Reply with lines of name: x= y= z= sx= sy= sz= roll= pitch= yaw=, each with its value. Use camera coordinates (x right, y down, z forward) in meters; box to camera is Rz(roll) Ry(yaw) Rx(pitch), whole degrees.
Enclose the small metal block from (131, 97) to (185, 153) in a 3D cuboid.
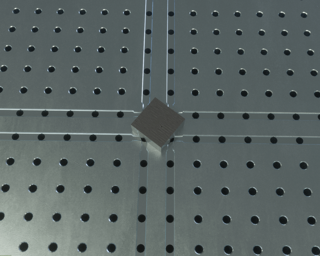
small metal block: x=-0.002 y=-0.004 z=0.413 sx=0.050 sy=0.025 sz=0.050 roll=37 pitch=74 yaw=12
